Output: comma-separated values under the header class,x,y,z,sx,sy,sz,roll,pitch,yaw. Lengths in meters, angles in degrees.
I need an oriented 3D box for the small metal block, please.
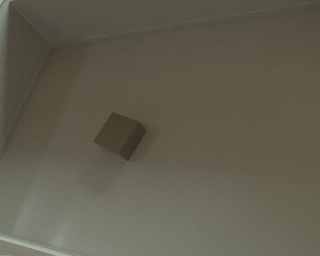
class,x,y,z,sx,sy,sz,roll,pitch,yaw
small metal block,-0.055,0.011,0.426,0.050,0.025,0.050,20,72,35
